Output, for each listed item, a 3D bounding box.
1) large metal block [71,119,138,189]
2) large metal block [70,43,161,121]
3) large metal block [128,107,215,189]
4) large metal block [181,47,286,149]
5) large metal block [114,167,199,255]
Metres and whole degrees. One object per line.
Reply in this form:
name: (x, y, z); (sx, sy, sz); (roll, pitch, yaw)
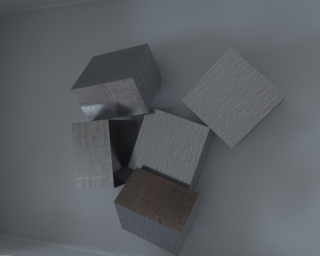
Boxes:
large metal block: (-0.066, 0.032, 0.402); (0.050, 0.080, 0.080); (-6, 88, 20)
large metal block: (-0.052, -0.057, 0.391); (0.080, 0.080, 0.050); (-8, 129, 20)
large metal block: (0.017, 0.024, 0.390); (0.080, 0.050, 0.080); (20, 97, 18)
large metal block: (0.087, -0.033, 0.365); (0.080, 0.050, 0.080); (45, 104, 14)
large metal block: (-0.003, 0.102, 0.373); (0.080, 0.080, 0.050); (21, 55, 17)
